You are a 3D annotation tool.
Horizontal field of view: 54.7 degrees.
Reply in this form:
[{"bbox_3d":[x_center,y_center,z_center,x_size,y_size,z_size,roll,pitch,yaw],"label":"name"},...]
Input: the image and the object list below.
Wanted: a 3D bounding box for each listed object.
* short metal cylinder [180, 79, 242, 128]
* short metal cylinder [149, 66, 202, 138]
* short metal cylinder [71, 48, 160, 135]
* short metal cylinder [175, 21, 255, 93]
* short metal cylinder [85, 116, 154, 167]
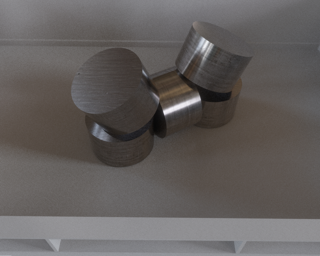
[{"bbox_3d":[0.067,-0.047,0.427,0.081,0.050,0.080,0,50,0],"label":"short metal cylinder"},{"bbox_3d":[0.010,-0.033,0.395,0.050,0.080,0.080,-24,54,-19],"label":"short metal cylinder"},{"bbox_3d":[-0.047,-0.039,0.335,0.080,0.050,0.080,-9,62,17],"label":"short metal cylinder"},{"bbox_3d":[0.065,-0.087,0.376,0.081,0.050,0.080,18,35,-13],"label":"short metal cylinder"},{"bbox_3d":[-0.048,0.001,0.385,0.081,0.050,0.080,0,50,0],"label":"short metal cylinder"}]
